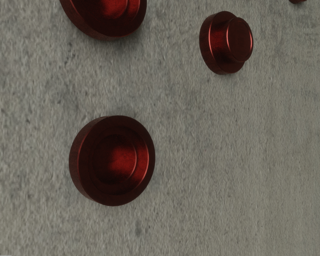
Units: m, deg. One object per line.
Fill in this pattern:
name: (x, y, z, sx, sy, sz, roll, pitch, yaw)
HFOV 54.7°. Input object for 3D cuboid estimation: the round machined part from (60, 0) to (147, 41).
round machined part: (-0.066, -0.145, 0.340, 0.099, 0.042, 0.097, 0, 90, -40)

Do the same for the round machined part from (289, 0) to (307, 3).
round machined part: (0.296, -0.315, 0.645, 0.099, 0.042, 0.097, 0, 90, -40)

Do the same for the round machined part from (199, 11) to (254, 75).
round machined part: (0.111, -0.135, 0.489, 0.099, 0.042, 0.097, 0, 90, -40)

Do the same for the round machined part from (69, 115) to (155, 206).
round machined part: (-0.056, 0.035, 0.348, 0.099, 0.042, 0.097, 0, 90, -40)
